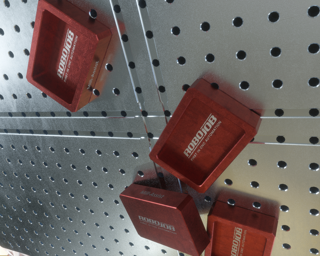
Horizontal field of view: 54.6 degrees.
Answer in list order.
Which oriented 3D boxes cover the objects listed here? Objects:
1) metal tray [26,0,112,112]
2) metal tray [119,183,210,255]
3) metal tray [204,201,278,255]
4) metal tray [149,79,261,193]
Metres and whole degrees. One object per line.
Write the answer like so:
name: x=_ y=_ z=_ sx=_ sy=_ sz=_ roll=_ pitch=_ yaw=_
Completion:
metal tray: x=-0.127 y=-0.095 z=0.416 sx=0.090 sy=0.030 sz=0.129 roll=34 pitch=129 yaw=5
metal tray: x=0.004 y=0.136 z=0.469 sx=0.130 sy=0.030 sz=0.090 roll=0 pitch=119 yaw=45
metal tray: x=0.114 y=0.175 z=0.455 sx=0.090 sy=0.030 sz=0.129 roll=12 pitch=124 yaw=21
metal tray: x=0.051 y=0.015 z=0.390 sx=0.090 sy=0.030 sz=0.129 roll=34 pitch=129 yaw=5
